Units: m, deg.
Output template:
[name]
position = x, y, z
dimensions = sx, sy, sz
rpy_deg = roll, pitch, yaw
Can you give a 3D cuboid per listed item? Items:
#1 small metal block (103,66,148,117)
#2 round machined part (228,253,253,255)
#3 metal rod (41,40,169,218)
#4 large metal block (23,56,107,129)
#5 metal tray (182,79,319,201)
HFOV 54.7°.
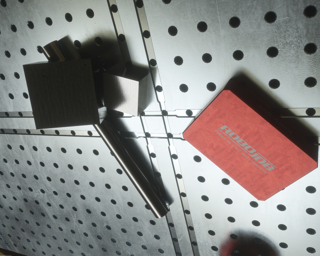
[small metal block]
position = -0.045, -0.048, 0.404
dimensions = 0.050, 0.025, 0.050
rpy_deg = 17, 125, 18
[round machined part]
position = 0.129, 0.232, 0.475
dimensions = 0.098, 0.042, 0.097
rpy_deg = 13, 124, 20
[metal rod]
position = -0.073, 0.011, 0.454
dimensions = 0.025, 0.025, 0.299
rpy_deg = -22, 107, 36
[large metal block]
position = -0.117, -0.047, 0.398
dimensions = 0.080, 0.050, 0.079
rpy_deg = -5, 106, 2
[metal tray]
position = 0.103, 0.017, 0.364
dimensions = 0.130, 0.030, 0.089
rpy_deg = 40, 129, 0
